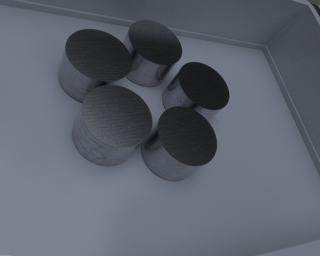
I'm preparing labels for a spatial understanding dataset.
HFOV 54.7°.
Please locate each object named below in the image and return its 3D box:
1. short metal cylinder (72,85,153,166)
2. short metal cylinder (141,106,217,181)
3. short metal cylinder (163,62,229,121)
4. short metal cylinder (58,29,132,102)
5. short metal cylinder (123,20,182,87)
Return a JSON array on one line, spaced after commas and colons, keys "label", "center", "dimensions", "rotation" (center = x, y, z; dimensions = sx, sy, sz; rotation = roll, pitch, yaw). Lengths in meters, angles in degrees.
[{"label": "short metal cylinder", "center": [-0.056, -0.003, 0.359], "dimensions": [0.081, 0.050, 0.080], "rotation": [14, 56, -21]}, {"label": "short metal cylinder", "center": [0.023, 0.020, 0.387], "dimensions": [0.081, 0.050, 0.080], "rotation": [14, 56, -21]}, {"label": "short metal cylinder", "center": [0.051, -0.047, 0.443], "dimensions": [0.081, 0.050, 0.080], "rotation": [14, 56, -21]}, {"label": "short metal cylinder", "center": [-0.082, -0.076, 0.389], "dimensions": [0.081, 0.050, 0.080], "rotation": [14, 56, -21]}, {"label": "short metal cylinder", "center": [-0.016, -0.107, 0.443], "dimensions": [0.081, 0.050, 0.080], "rotation": [14, 56, -21]}]
